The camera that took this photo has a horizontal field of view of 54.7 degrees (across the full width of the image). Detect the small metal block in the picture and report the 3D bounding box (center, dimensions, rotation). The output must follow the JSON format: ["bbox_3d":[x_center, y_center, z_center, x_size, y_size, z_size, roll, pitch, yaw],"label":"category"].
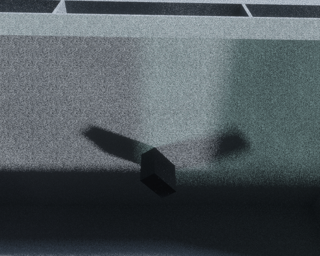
[{"bbox_3d":[-0.002,0.065,0.448,0.025,0.050,0.050,-30,124,23],"label":"small metal block"}]
